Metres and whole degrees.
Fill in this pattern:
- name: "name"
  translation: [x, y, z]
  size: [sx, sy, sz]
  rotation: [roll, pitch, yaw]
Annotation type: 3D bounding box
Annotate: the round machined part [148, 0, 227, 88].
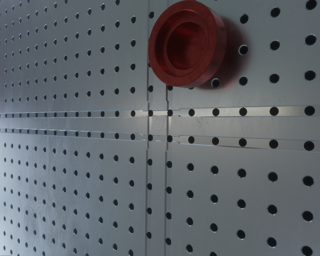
- name: "round machined part"
  translation: [0.036, -0.096, 0.369]
  size: [0.098, 0.042, 0.097]
  rotation: [0, 90, 40]
